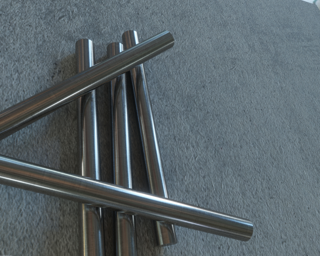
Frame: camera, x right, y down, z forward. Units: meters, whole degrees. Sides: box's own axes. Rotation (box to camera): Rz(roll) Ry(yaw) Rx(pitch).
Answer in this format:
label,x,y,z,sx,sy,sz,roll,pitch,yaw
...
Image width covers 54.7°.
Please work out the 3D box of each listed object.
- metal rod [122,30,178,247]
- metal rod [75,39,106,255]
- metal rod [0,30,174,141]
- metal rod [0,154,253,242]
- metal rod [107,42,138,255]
label,x,y,z,sx,sy,sz,roll,pitch,yaw
metal rod,-0.019,-0.006,0.398,0.025,0.025,0.299,4,60,-27
metal rod,-0.081,0.020,0.349,0.025,0.025,0.299,6,59,-26
metal rod,-0.097,-0.046,0.351,0.302,0.025,0.025,-35,82,-30
metal rod,-0.038,0.071,0.307,0.302,0.025,0.025,19,54,-18
metal rod,-0.047,0.018,0.368,0.025,0.025,0.299,8,58,-25
